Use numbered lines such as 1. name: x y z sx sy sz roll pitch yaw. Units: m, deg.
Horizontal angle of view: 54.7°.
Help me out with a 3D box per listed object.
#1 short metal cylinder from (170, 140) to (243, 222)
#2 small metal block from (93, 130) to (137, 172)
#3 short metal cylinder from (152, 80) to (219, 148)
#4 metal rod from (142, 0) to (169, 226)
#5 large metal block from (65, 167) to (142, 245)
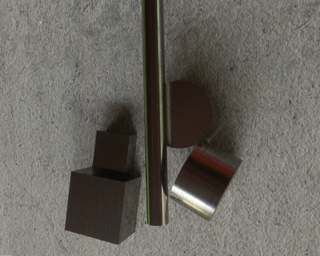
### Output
1. short metal cylinder: 0.054 0.060 0.360 0.050 0.080 0.080 28 99 17
2. small metal block: -0.062 0.031 0.430 0.050 0.025 0.050 8 93 19
3. short metal cylinder: 0.030 -0.016 0.385 0.080 0.050 0.079 0 90 19
4. metal rod: -0.006 -0.040 0.357 0.025 0.025 0.298 -2 89 19
5. large metal block: -0.076 0.102 0.421 0.080 0.050 0.079 8 93 19
